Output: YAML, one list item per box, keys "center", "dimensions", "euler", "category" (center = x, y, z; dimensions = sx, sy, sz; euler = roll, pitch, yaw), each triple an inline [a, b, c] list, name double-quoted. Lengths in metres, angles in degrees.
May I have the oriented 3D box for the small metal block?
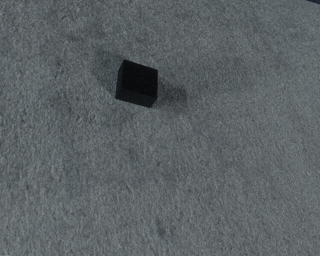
- center: [-0.031, -0.060, 0.423]
  dimensions: [0.050, 0.025, 0.050]
  euler: [14, 56, -20]
  category: "small metal block"
